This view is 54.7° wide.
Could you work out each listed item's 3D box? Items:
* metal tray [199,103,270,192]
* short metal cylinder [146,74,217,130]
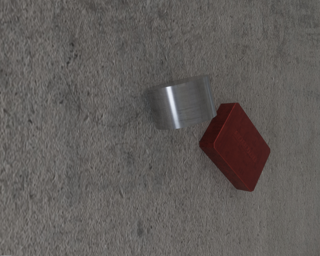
[{"bbox_3d":[0.127,0.032,0.508,0.130,0.030,0.090,47,62,-30],"label":"metal tray"},{"bbox_3d":[0.027,-0.034,0.392,0.081,0.080,0.050,-23,105,-38],"label":"short metal cylinder"}]
